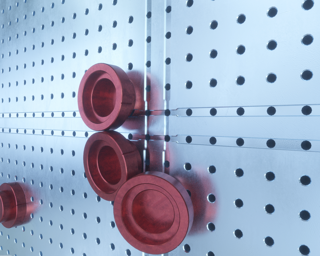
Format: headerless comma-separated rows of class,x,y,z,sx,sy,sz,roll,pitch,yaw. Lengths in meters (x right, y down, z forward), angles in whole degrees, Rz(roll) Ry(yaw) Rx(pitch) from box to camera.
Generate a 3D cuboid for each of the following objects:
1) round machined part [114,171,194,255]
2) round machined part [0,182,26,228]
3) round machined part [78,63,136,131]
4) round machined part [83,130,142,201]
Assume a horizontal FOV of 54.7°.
round machined part,-0.005,0.102,0.388,0.098,0.042,0.097,2,95,21
round machined part,-0.333,0.168,0.669,0.098,0.042,0.097,0,90,39
round machined part,-0.075,-0.044,0.457,0.098,0.042,0.097,0,90,39
round machined part,-0.064,0.051,0.443,0.098,0.042,0.097,9,104,42
